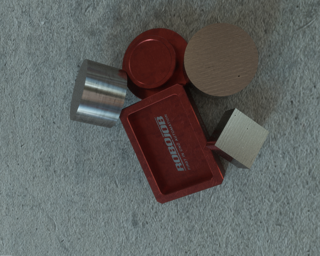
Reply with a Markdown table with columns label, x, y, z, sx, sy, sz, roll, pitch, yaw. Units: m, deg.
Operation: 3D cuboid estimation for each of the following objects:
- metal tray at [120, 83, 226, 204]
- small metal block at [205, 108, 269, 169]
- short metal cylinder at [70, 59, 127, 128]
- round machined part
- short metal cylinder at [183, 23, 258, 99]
| label | x | y | z | sx | sy | sz | roll | pitch | yaw |
| --- | --- | --- | --- | --- | --- | --- | --- | --- | --- |
| metal tray | 0.015 | 0.020 | 0.390 | 0.090 | 0.030 | 0.129 | -23 | 92 | 18 |
| small metal block | 0.090 | 0.013 | 0.360 | 0.050 | 0.025 | 0.050 | 34 | 77 | -10 |
| short metal cylinder | -0.081 | -0.044 | 0.403 | 0.050 | 0.080 | 0.080 | 13 | 96 | -24 |
| round machined part | -0.006 | -0.082 | 0.404 | 0.098 | 0.042 | 0.097 | 0 | 90 | 20 |
| short metal cylinder | 0.067 | -0.075 | 0.362 | 0.080 | 0.050 | 0.079 | 0 | 92 | 2 |
